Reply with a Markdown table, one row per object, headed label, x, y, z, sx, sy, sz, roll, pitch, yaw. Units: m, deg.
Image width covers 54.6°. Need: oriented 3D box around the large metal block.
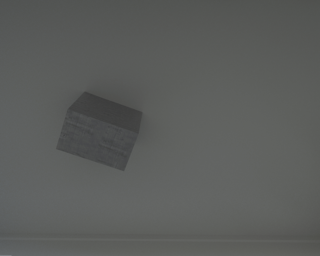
| label | x | y | z | sx | sy | sz | roll | pitch | yaw |
| --- | --- | --- | --- | --- | --- | --- | --- | --- | --- |
| large metal block | -0.070 | 0.001 | 0.382 | 0.080 | 0.080 | 0.050 | 20 | 109 | -7 |
